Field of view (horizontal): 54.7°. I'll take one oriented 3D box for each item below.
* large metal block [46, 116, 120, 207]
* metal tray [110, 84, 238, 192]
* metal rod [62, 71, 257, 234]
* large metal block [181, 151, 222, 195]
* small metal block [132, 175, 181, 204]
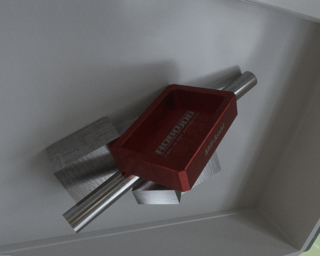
[{"bbox_3d":[-0.077,0.046,0.375,0.080,0.050,0.080,-30,129,-10],"label":"large metal block"},{"bbox_3d":[0.020,0.002,0.344,0.131,0.090,0.030,-50,139,-36],"label":"metal tray"},{"bbox_3d":[0.017,0.015,0.379,0.302,0.025,0.025,-38,131,-23],"label":"metal rod"},{"bbox_3d":[0.032,0.040,0.435,0.080,0.050,0.080,-30,129,-10],"label":"large metal block"},{"bbox_3d":[0.000,0.062,0.368,0.050,0.050,0.025,-5,129,17],"label":"small metal block"}]
